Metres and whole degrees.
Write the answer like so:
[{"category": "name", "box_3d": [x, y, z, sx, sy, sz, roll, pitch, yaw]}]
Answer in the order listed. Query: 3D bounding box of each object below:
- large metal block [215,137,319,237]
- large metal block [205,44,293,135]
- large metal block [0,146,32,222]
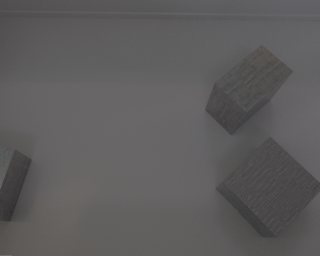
[{"category": "large metal block", "box_3d": [0.127, 0.071, 0.371, 0.080, 0.050, 0.080, -40, 75, -13]}, {"category": "large metal block", "box_3d": [0.110, -0.046, 0.398, 0.080, 0.080, 0.050, -40, 75, -13]}, {"category": "large metal block", "box_3d": [-0.215, 0.063, 0.372, 0.080, 0.050, 0.080, 10, 70, 3]}]
